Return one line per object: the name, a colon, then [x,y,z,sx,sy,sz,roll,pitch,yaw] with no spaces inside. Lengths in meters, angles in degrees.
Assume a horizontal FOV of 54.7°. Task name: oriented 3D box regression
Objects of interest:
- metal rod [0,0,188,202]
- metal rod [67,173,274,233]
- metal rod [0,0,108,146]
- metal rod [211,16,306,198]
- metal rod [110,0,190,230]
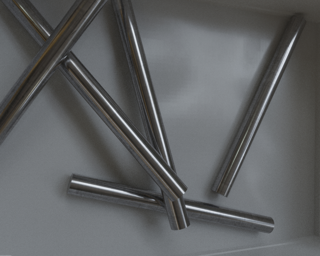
metal rod: [-0.073,-0.037,0.356,0.025,0.025,0.300,-41,93,-15]
metal rod: [0.029,0.107,0.421,0.302,0.025,0.025,17,85,-19]
metal rod: [-0.131,-0.055,0.328,0.025,0.025,0.299,37,91,-17]
metal rod: [0.151,-0.038,0.465,0.025,0.025,0.299,30,80,-18]
metal rod: [-0.012,-0.021,0.390,0.025,0.025,0.298,-15,90,-19]
